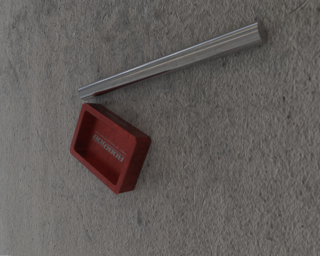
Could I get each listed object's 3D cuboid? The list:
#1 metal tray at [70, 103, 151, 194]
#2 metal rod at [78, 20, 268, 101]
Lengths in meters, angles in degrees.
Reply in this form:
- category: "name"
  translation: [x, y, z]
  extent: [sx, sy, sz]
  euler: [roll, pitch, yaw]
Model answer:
- category: "metal tray"
  translation: [-0.080, 0.027, 0.467]
  extent: [0.130, 0.030, 0.089]
  euler: [32, 110, 35]
- category: "metal rod"
  translation: [-0.009, -0.078, 0.412]
  extent: [0.300, 0.025, 0.025]
  euler: [-10, 84, 39]
